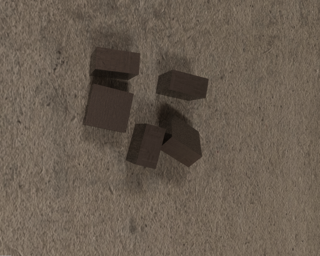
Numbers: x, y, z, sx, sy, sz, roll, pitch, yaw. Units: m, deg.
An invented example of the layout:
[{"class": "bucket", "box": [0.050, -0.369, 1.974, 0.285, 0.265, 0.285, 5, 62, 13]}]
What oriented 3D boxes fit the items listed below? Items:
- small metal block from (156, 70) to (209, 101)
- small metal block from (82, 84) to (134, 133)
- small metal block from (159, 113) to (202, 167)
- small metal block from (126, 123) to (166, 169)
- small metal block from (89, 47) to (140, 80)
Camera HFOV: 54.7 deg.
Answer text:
[{"class": "small metal block", "box": [0.028, -0.055, 0.407, 0.050, 0.050, 0.025, 11, 87, -20]}, {"class": "small metal block", "box": [-0.065, -0.023, 0.386, 0.050, 0.025, 0.050, 13, 86, -20]}, {"class": "small metal block", "box": [0.026, 0.015, 0.402, 0.050, 0.050, 0.025, 33, 121, -23]}, {"class": "small metal block", "box": [-0.019, 0.022, 0.390, 0.025, 0.050, 0.050, 16, 85, -20]}, {"class": "small metal block", "box": [-0.056, -0.077, 0.376, 0.050, 0.050, 0.025, 4, 89, -20]}]
